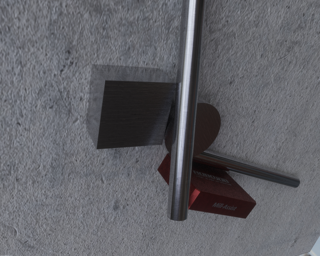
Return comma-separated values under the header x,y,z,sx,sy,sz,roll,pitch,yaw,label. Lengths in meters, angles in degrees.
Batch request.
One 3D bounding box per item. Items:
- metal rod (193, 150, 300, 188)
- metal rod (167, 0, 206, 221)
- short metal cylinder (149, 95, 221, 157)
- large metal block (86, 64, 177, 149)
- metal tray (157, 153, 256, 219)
x,y,z,sx,sy,sz,roll,pitch,yaw,label
0.154,0.072,0.538,0.302,0.025,0.025,18,109,-36,metal rod
0.030,-0.040,0.344,0.025,0.025,0.298,-2,102,-28,metal rod
0.032,-0.007,0.405,0.081,0.050,0.079,-14,125,-21,short metal cylinder
-0.036,-0.025,0.357,0.081,0.050,0.079,-2,120,-28,large metal block
0.070,0.086,0.458,0.131,0.090,0.030,20,108,-36,metal tray
